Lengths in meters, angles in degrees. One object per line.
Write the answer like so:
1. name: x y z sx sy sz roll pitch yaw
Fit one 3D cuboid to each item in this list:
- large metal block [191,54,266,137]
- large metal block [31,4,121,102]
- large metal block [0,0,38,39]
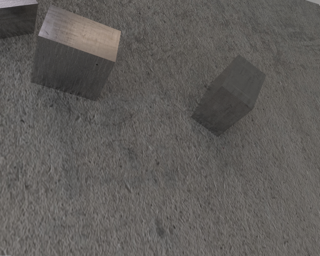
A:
1. large metal block: 0.099 -0.046 0.450 0.050 0.080 0.080 37 51 -4
2. large metal block: -0.100 -0.084 0.366 0.081 0.080 0.050 16 55 -19
3. large metal block: -0.207 -0.154 0.370 0.081 0.050 0.080 -27 77 -37
